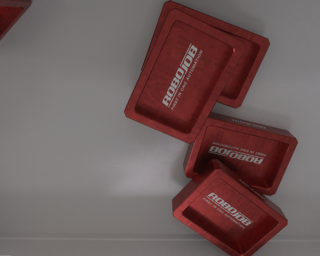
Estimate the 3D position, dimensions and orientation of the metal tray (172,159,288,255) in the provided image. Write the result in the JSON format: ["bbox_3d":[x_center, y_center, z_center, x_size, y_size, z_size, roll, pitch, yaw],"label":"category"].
[{"bbox_3d":[0.092,0.113,0.418,0.130,0.030,0.090,38,106,-13],"label":"metal tray"}]

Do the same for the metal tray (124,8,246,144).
[{"bbox_3d":[0.025,-0.057,0.355,0.090,0.030,0.129,23,108,-9],"label":"metal tray"}]

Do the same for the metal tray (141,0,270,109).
[{"bbox_3d":[0.052,-0.087,0.376,0.131,0.030,0.089,19,109,-7],"label":"metal tray"}]

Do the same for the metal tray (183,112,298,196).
[{"bbox_3d":[0.106,0.035,0.422,0.131,0.030,0.089,13,110,-5],"label":"metal tray"}]

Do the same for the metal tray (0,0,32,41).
[{"bbox_3d":[-0.193,-0.109,0.313,0.090,0.130,0.030,-41,105,14],"label":"metal tray"}]
